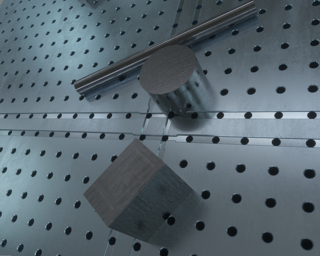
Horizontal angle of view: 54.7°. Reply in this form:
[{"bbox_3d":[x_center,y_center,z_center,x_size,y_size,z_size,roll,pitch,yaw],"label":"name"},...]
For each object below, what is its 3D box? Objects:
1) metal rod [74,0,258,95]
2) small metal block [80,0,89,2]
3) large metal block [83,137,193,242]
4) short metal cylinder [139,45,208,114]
[{"bbox_3d":[-0.001,-0.120,0.480,0.301,0.025,0.025,-21,54,14],"label":"metal rod"},{"bbox_3d":[-0.164,-0.308,0.681,0.050,0.025,0.050,31,79,37],"label":"small metal block"},{"bbox_3d":[-0.021,0.070,0.340,0.080,0.080,0.050,-48,52,-5],"label":"large metal block"},{"bbox_3d":[0.019,-0.065,0.421,0.080,0.050,0.080,-13,56,20],"label":"short metal cylinder"}]
